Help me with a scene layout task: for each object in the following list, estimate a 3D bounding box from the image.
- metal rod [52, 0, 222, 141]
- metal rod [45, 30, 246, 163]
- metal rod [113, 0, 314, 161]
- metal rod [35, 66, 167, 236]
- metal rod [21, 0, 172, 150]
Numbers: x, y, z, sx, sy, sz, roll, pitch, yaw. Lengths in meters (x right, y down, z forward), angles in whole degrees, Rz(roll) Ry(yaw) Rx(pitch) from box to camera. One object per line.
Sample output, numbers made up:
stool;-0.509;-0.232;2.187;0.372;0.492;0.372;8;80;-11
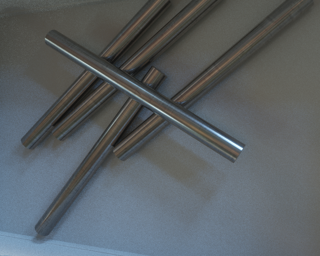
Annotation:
metal rod;-0.039;-0.081;0.424;0.300;0.025;0.025;-39;78;15
metal rod;-0.031;-0.049;0.393;0.300;0.025;0.025;33;101;17
metal rod;0.055;-0.056;0.390;0.300;0.025;0.025;-40;78;15
metal rod;-0.090;0.040;0.442;0.025;0.025;0.299;41;103;15
metal rod;-0.099;-0.074;0.445;0.299;0.025;0.025;-43;77;15
